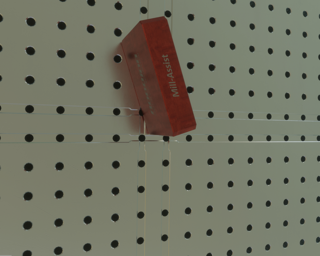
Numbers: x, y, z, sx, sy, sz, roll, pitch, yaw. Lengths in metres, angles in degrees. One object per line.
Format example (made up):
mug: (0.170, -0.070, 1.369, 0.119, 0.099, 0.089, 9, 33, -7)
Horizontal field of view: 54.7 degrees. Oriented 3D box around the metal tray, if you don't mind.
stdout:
metal tray: (-0.004, -0.056, 0.377, 0.030, 0.090, 0.129, -19, 97, -19)
